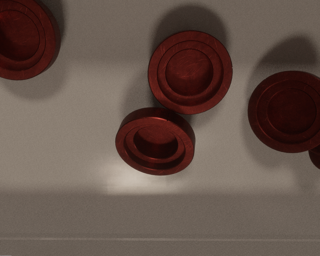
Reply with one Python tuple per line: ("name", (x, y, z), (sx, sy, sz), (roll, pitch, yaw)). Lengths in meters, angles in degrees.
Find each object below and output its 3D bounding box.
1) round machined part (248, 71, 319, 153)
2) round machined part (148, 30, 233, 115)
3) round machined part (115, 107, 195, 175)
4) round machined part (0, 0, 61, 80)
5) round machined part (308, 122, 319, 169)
("round machined part", (0.163, -0.021, 0.380), (0.098, 0.042, 0.097), (7, 103, 34))
("round machined part", (0.035, -0.069, 0.377), (0.099, 0.042, 0.097), (-1, 109, -1))
("round machined part", (-0.004, 0.012, 0.396), (0.099, 0.042, 0.097), (5, 130, 7))
("round machined part", (-0.165, -0.108, 0.360), (0.099, 0.042, 0.097), (0, 110, -1))
("round machined part", (0.219, 0.008, 0.377), (0.042, 0.098, 0.097), (25, 108, -14))
